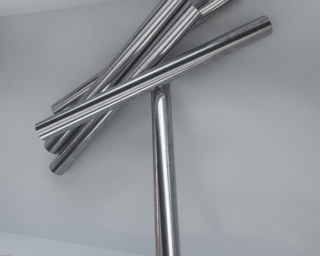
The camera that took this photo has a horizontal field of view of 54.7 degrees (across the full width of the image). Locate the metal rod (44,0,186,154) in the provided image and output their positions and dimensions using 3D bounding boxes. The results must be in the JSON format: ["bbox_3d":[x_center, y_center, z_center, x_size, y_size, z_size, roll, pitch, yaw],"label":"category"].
[{"bbox_3d":[-0.060,-0.071,0.405,0.299,0.025,0.025,-45,76,20],"label":"metal rod"}]

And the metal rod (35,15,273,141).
[{"bbox_3d":[-0.009,-0.058,0.373,0.301,0.025,0.025,-25,82,3],"label":"metal rod"}]

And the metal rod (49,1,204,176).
[{"bbox_3d":[-0.056,-0.039,0.410,0.299,0.025,0.025,-46,76,21],"label":"metal rod"}]

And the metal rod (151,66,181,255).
[{"bbox_3d":[0.005,0.052,0.344,0.025,0.025,0.299,-12,61,19],"label":"metal rod"}]

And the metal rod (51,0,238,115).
[{"bbox_3d":[-0.029,-0.097,0.419,0.300,0.025,0.025,-31,80,17],"label":"metal rod"}]
